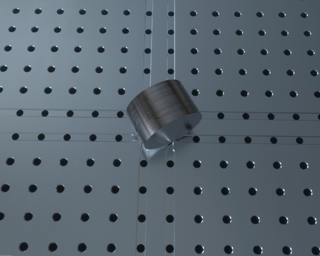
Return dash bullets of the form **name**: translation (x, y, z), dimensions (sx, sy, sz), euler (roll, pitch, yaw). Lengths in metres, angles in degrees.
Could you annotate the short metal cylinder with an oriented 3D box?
- **short metal cylinder**: translation (0.005, -0.016, 0.388), dimensions (0.080, 0.080, 0.050), euler (-27, 72, -9)
